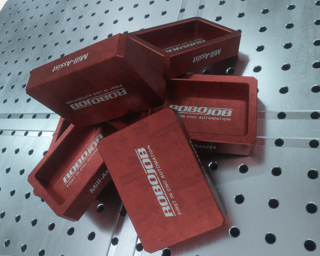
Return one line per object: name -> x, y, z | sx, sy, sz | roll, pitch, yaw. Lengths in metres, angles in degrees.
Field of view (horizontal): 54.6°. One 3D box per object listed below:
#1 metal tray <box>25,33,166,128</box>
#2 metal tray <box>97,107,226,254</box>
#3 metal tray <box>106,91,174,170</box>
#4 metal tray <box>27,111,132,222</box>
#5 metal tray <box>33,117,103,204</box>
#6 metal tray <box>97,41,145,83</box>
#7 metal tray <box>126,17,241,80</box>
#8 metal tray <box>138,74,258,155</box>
metal tray -> -0.070, -0.046, 0.349 | 0.130, 0.090, 0.030 | -14, 56, 26
metal tray -> 0.001, 0.054, 0.329 | 0.090, 0.030, 0.130 | -26, 86, 12
metal tray -> -0.022, -0.007, 0.422 | 0.090, 0.030, 0.130 | -3, 58, 24
metal tray -> -0.098, 0.039, 0.394 | 0.090, 0.030, 0.130 | 30, 78, 38
metal tray -> -0.118, 0.039, 0.445 | 0.090, 0.030, 0.130 | -4, 59, 25
metal tray -> -0.064, -0.084, 0.469 | 0.090, 0.030, 0.130 | -38, 35, 2
metal tray -> 0.032, -0.112, 0.415 | 0.131, 0.030, 0.090 | -24, 44, -29
metal tray -> 0.046, -0.020, 0.370 | 0.130, 0.030, 0.090 | 4, 63, 11
